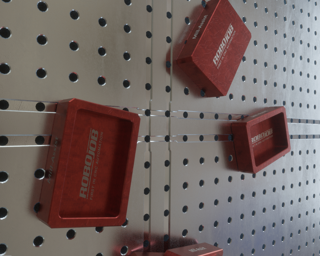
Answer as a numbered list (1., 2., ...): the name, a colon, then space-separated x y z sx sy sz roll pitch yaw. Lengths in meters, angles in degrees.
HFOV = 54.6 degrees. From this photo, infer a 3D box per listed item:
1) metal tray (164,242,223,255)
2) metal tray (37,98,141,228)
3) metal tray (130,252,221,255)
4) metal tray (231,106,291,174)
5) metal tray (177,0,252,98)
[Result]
1. metal tray: 0.039 0.204 0.405 0.130 0.030 0.090 26 77 -57
2. metal tray: -0.074 0.040 0.342 0.091 0.030 0.129 13 82 -39
3. metal tray: 0.023 0.209 0.393 0.131 0.030 0.090 9 83 -17
4. metal tray: 0.186 0.018 0.559 0.131 0.030 0.090 -20 103 -38
5. metal tray: 0.088 -0.124 0.478 0.090 0.030 0.130 40 66 -33
